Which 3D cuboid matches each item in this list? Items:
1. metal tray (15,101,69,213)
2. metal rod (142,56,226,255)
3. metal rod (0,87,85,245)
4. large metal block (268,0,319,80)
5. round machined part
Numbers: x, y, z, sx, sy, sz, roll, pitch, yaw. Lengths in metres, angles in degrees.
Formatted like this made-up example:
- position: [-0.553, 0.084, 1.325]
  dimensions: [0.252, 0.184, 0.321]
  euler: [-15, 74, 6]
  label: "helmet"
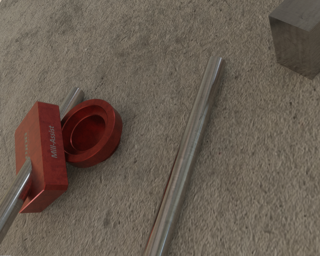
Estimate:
- position: [-0.167, 0.040, 0.426]
  dimensions: [0.090, 0.030, 0.130]
  euler: [-39, 55, 36]
  label: "metal tray"
- position: [0.028, 0.042, 0.362]
  dimensions: [0.025, 0.025, 0.300]
  euler: [7, 65, 31]
  label: "metal rod"
- position: [-0.169, 0.052, 0.413]
  dimensions: [0.025, 0.025, 0.300]
  euler: [-6, 45, 25]
  label: "metal rod"
- position: [0.175, -0.115, 0.347]
  dimensions: [0.080, 0.080, 0.050]
  euler: [-44, 51, -3]
  label: "large metal block"
- position: [-0.095, 0.011, 0.434]
  dimensions: [0.098, 0.042, 0.098]
  euler: [-13, 56, 20]
  label: "round machined part"
